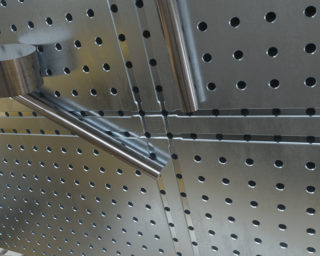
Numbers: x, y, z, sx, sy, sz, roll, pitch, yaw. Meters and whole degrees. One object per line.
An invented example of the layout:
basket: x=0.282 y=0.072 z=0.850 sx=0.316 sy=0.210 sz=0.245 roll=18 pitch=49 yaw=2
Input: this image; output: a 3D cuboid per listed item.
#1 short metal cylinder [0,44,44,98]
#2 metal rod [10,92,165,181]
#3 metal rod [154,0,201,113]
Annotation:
short metal cylinder: x=-0.210 y=-0.082 z=0.433 sx=0.080 sy=0.080 sz=0.050 roll=12 pitch=123 yaw=21
metal rod: x=-0.130 y=-0.005 z=0.474 sx=0.301 sy=0.025 sz=0.025 roll=28 pitch=128 yaw=9
metal rod: x=0.001 y=-0.155 z=0.313 sx=0.025 sy=0.025 sz=0.298 roll=-1 pitch=118 yaw=28
